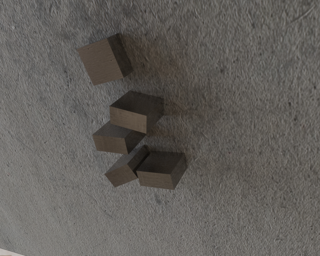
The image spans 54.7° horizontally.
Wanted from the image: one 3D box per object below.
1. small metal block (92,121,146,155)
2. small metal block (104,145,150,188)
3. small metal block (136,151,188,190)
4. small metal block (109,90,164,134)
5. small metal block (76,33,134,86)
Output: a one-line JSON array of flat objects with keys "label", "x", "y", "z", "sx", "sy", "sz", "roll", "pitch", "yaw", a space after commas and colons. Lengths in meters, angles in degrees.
[{"label": "small metal block", "x": -0.055, "y": 0.010, "z": 0.426, "sx": 0.050, "sy": 0.050, "sz": 0.025, "roll": 5, "pitch": 121, "yaw": 26}, {"label": "small metal block", "x": -0.044, "y": 0.055, "z": 0.448, "sx": 0.050, "sy": 0.050, "sz": 0.025, "roll": -27, "pitch": 104, "yaw": 37}, {"label": "small metal block", "x": 0.004, "y": 0.056, "z": 0.424, "sx": 0.050, "sy": 0.050, "sz": 0.025, "roll": 2, "pitch": 119, "yaw": 27}, {"label": "small metal block", "x": -0.028, "y": -0.022, "z": 0.392, "sx": 0.050, "sy": 0.050, "sz": 0.025, "roll": 15, "pitch": 125, "yaw": 19}, {"label": "small metal block", "x": -0.069, "y": -0.085, "z": 0.390, "sx": 0.050, "sy": 0.025, "sz": 0.050, "roll": -9, "pitch": 114, "yaw": 32}]
